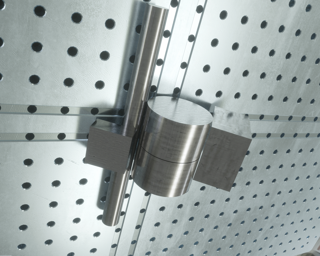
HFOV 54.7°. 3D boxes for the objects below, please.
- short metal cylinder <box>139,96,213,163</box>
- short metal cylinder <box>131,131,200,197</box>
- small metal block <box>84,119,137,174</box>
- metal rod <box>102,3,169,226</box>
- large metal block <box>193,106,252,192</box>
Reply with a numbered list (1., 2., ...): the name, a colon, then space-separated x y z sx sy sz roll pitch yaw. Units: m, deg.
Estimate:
1. short metal cylinder: 0.019 0.000 0.380 0.081 0.080 0.050 0 118 -29
2. short metal cylinder: 0.007 0.044 0.402 0.081 0.080 0.050 0 118 -29
3. small metal block: -0.059 0.022 0.373 0.050 0.025 0.050 16 114 3
4. metal rod: -0.037 0.003 0.387 0.025 0.025 0.298 0 118 -29
5. large metal block: 0.085 0.026 0.424 0.050 0.080 0.079 18 115 5
